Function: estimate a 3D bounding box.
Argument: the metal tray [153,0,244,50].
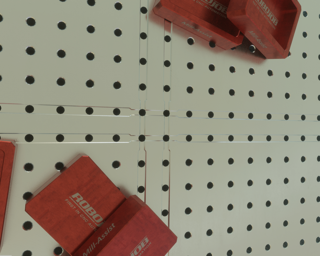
[{"bbox_3d":[0.066,-0.178,0.435,0.131,0.030,0.090,21,83,-19],"label":"metal tray"}]

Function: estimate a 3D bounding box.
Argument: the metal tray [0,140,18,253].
[{"bbox_3d":[-0.212,0.073,0.331,0.091,0.030,0.129,8,87,-20],"label":"metal tray"}]

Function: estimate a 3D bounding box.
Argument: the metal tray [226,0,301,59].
[{"bbox_3d":[0.153,-0.167,0.441,0.131,0.030,0.090,25,81,-42],"label":"metal tray"}]

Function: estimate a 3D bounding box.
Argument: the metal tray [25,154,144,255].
[{"bbox_3d":[-0.085,0.107,0.380,0.090,0.030,0.130,-43,104,-15],"label":"metal tray"}]

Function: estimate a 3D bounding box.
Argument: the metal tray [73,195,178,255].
[{"bbox_3d":[-0.048,0.157,0.376,0.130,0.030,0.090,-45,127,-15],"label":"metal tray"}]
